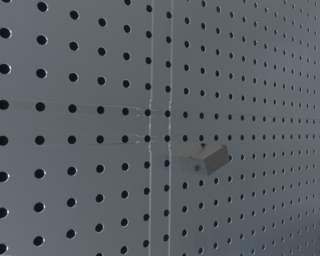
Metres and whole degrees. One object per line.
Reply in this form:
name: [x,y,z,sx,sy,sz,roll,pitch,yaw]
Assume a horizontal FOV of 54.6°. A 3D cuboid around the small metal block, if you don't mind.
small metal block: [0.063,0.044,0.444,0.050,0.050,0.025,-26,106,-37]
